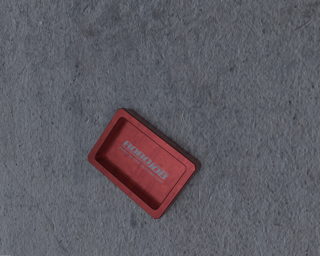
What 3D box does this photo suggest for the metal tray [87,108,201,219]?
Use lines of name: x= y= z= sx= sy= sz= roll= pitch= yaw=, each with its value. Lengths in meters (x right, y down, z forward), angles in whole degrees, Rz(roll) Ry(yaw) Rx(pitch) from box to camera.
metal tray: x=-0.023 y=0.045 z=0.415 sx=0.130 sy=0.030 sz=0.090 roll=38 pitch=102 yaw=15
